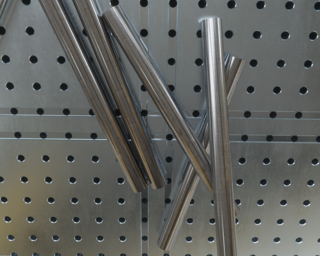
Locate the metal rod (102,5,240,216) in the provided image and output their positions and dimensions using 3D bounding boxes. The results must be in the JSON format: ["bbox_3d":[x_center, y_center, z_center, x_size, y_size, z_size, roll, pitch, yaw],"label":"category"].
[{"bbox_3d":[0.019,-0.012,0.390,0.025,0.025,0.299,-29,101,10],"label":"metal rod"}]

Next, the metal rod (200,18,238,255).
[{"bbox_3d":[0.073,0.021,0.379,0.025,0.025,0.298,-5,94,2],"label":"metal rod"}]

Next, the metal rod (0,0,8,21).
[{"bbox_3d":[-0.233,-0.082,0.381,0.025,0.025,0.299,29,107,-10],"label":"metal rod"}]

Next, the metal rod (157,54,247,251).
[{"bbox_3d":[0.051,0.047,0.430,0.025,0.025,0.298,16,109,-6],"label":"metal rod"}]

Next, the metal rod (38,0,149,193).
[{"bbox_3d":[-0.083,-0.045,0.395,0.025,0.025,0.299,-20,109,7],"label":"metal rod"}]

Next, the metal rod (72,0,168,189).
[{"bbox_3d":[-0.051,-0.052,0.393,0.025,0.025,0.299,-19,109,7],"label":"metal rod"}]
